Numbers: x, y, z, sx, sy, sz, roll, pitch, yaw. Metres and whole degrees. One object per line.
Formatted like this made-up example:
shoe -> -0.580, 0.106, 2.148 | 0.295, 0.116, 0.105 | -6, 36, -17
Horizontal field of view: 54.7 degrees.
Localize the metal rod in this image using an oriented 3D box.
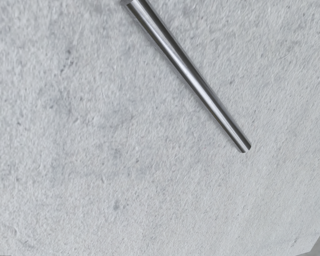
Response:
metal rod -> 0.053, -0.051, 0.406 | 0.025, 0.025, 0.300 | -44, 130, 2
